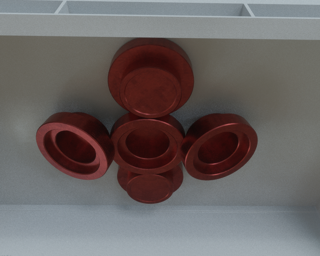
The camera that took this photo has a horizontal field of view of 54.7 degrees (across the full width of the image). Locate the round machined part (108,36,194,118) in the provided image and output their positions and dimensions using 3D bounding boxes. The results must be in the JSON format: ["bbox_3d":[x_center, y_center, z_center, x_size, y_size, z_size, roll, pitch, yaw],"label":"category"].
[{"bbox_3d":[-0.010,-0.050,0.353,0.099,0.042,0.097,0,130,0],"label":"round machined part"}]

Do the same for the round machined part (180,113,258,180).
[{"bbox_3d":[0.072,0.020,0.402,0.099,0.042,0.097,-11,132,-13],"label":"round machined part"}]

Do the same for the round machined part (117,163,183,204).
[{"bbox_3d":[-0.015,0.076,0.460,0.099,0.042,0.097,0,130,0],"label":"round machined part"}]

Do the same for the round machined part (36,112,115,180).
[{"bbox_3d":[-0.104,0.018,0.400,0.098,0.042,0.097,11,131,13],"label":"round machined part"}]

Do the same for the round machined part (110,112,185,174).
[{"bbox_3d":[-0.016,0.013,0.406,0.099,0.042,0.097,0,130,0],"label":"round machined part"}]
